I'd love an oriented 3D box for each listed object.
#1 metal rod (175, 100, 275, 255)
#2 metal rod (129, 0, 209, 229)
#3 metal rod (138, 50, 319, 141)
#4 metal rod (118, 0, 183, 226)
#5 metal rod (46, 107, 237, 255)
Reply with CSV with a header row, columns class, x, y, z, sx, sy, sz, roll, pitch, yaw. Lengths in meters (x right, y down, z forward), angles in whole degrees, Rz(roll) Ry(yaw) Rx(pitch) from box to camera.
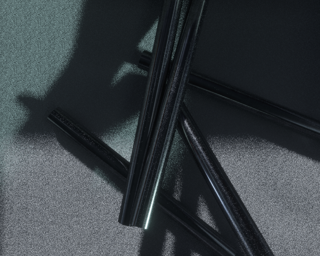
class,x,y,z,sx,sy,sz,roll,pitch,yaw
metal rod,0.071,0.069,0.351,0.025,0.025,0.299,-28,65,0
metal rod,0.015,-0.032,0.375,0.025,0.025,0.299,15,81,-1
metal rod,0.115,-0.036,0.412,0.301,0.025,0.025,22,90,-1
metal rod,-0.010,-0.029,0.385,0.025,0.025,0.298,11,90,-1
metal rod,-0.023,0.075,0.411,0.300,0.025,0.025,38,90,-1
